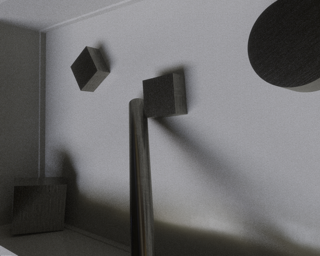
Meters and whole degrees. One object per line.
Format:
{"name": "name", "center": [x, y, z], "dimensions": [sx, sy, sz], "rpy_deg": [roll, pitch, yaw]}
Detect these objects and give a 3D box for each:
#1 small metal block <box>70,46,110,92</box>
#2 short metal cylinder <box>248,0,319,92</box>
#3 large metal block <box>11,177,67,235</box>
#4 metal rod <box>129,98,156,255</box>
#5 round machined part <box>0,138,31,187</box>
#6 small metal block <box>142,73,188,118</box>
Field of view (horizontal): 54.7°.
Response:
{"name": "small metal block", "center": [-0.113, -0.094, 0.497], "dimensions": [0.050, 0.025, 0.050], "rpy_deg": [-40, 66, 32]}
{"name": "short metal cylinder", "center": [0.129, -0.075, 0.283], "dimensions": [0.080, 0.050, 0.079], "rpy_deg": [0, 90, 39]}
{"name": "large metal block", "center": [-0.208, 0.130, 0.530], "dimensions": [0.050, 0.081, 0.079], "rpy_deg": [15, 100, 63]}
{"name": "metal rod", "center": [-0.020, 0.082, 0.338], "dimensions": [0.025, 0.025, 0.300], "rpy_deg": [-38, 41, 33]}
{"name": "round machined part", "center": [-0.292, 0.064, 0.612], "dimensions": [0.042, 0.098, 0.098], "rpy_deg": [-26, 68, -8]}
{"name": "small metal block", "center": [0.006, -0.040, 0.400], "dimensions": [0.050, 0.025, 0.050], "rpy_deg": [-6, 86, 39]}
